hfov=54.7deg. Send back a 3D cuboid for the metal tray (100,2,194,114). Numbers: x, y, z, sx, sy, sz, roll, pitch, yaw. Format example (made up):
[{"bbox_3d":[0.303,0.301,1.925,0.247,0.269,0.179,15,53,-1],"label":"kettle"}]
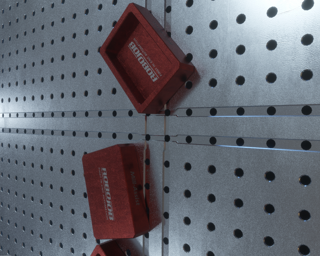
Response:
[{"bbox_3d":[-0.023,-0.094,0.423,0.090,0.030,0.130,-48,62,29],"label":"metal tray"}]

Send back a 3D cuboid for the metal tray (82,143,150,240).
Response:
[{"bbox_3d":[-0.068,0.095,0.460,0.090,0.030,0.129,-18,79,38],"label":"metal tray"}]

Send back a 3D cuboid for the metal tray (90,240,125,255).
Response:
[{"bbox_3d":[-0.085,0.249,0.473,0.090,0.030,0.129,44,116,31],"label":"metal tray"}]
